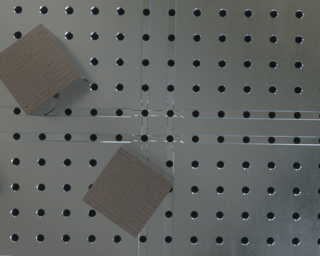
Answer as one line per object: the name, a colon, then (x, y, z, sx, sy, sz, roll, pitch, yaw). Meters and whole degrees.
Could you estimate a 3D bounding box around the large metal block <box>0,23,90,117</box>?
large metal block: (-0.152, -0.071, 0.400, 0.080, 0.050, 0.080, -36, 90, 0)

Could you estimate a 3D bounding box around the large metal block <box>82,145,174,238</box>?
large metal block: (-0.039, 0.078, 0.401, 0.080, 0.050, 0.080, 36, 90, 0)
